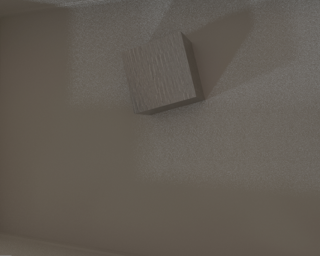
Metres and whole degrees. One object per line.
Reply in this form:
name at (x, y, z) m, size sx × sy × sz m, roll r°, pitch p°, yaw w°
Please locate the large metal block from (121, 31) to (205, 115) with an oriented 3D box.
large metal block at (0.005, -0.065, 0.396) m, size 0.080 × 0.050 × 0.080 m, roll -14°, pitch 85°, yaw 19°
